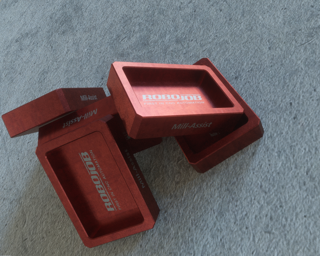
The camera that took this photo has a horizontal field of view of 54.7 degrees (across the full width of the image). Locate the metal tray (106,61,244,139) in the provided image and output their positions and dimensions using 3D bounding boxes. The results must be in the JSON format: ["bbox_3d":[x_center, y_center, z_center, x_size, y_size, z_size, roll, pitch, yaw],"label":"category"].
[{"bbox_3d":[0.017,-0.034,0.345,0.131,0.030,0.090,-4,46,-28],"label":"metal tray"}]

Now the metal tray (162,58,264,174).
[{"bbox_3d":[0.053,-0.020,0.385,0.090,0.030,0.130,-33,52,6],"label":"metal tray"}]

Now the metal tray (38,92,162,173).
[{"bbox_3d":[-0.074,0.010,0.395,0.130,0.090,0.030,-22,54,14],"label":"metal tray"}]

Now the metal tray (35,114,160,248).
[{"bbox_3d":[-0.068,0.061,0.346,0.090,0.030,0.129,-23,98,15],"label":"metal tray"}]

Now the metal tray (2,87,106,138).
[{"bbox_3d":[-0.136,-0.025,0.429,0.090,0.130,0.030,-22,92,15],"label":"metal tray"}]
